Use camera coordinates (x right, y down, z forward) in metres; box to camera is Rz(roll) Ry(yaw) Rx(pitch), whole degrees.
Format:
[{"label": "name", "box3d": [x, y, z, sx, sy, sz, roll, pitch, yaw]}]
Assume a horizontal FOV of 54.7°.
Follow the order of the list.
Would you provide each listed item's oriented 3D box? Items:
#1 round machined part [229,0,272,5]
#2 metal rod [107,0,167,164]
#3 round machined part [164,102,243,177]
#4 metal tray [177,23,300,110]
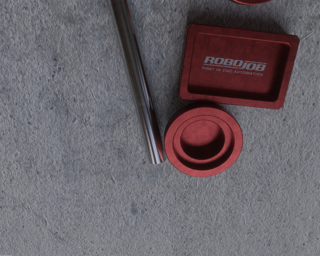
[{"label": "round machined part", "box3d": [0.099, -0.185, 0.334, 0.099, 0.042, 0.097, 0, 110, -1]}, {"label": "metal rod", "box3d": [-0.035, -0.093, 0.375, 0.025, 0.025, 0.298, -12, 110, 4]}, {"label": "round machined part", "box3d": [0.055, 0.011, 0.405, 0.099, 0.042, 0.097, 0, 112, 0]}, {"label": "metal tray", "box3d": [0.092, -0.075, 0.380, 0.131, 0.030, 0.089, 6, 110, -3]}]
